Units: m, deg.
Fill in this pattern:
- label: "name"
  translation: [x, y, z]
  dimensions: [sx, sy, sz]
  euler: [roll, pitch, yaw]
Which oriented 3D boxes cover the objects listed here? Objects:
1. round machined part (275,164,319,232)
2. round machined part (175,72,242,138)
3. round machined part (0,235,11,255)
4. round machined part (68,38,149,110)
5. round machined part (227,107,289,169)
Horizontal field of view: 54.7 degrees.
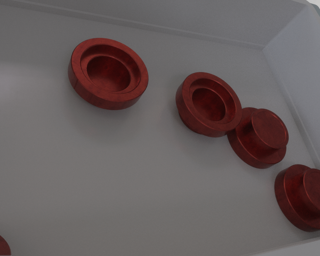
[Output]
- label: "round machined part"
  translation: [0.221, 0.098, 0.454]
  dimensions: [0.099, 0.042, 0.098]
  euler: [14, 56, -21]
- label: "round machined part"
  translation: [0.066, -0.029, 0.448]
  dimensions: [0.099, 0.042, 0.098]
  euler: [14, 56, -21]
- label: "round machined part"
  translation: [-0.165, 0.103, 0.220]
  dimensions: [0.099, 0.098, 0.042]
  euler: [20, 91, -17]
- label: "round machined part"
  translation: [-0.068, -0.064, 0.397]
  dimensions: [0.099, 0.042, 0.098]
  euler: [14, 56, -21]
- label: "round machined part"
  translation: [0.155, 0.009, 0.472]
  dimensions: [0.099, 0.042, 0.098]
  euler: [14, 56, -21]
